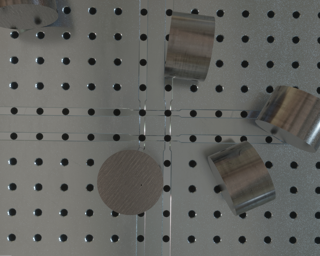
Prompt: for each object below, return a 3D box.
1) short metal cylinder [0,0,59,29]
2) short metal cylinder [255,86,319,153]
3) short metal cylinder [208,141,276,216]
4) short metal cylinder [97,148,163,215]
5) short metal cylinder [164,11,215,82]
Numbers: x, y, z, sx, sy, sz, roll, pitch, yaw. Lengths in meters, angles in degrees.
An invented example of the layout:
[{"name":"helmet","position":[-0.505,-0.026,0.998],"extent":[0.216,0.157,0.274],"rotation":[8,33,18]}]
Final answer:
[{"name":"short metal cylinder","position":[-0.172,-0.161,0.384],"extent":[0.080,0.080,0.050],"rotation":[-11,90,0]},{"name":"short metal cylinder","position":[0.169,-0.011,0.388],"extent":[0.080,0.080,0.050],"rotation":[31,90,-1]},{"name":"short metal cylinder","position":[0.100,0.062,0.387],"extent":[0.050,0.080,0.080],"rotation":[-23,90,0]},{"name":"short metal cylinder","position":[-0.036,0.066,0.401],"extent":[0.081,0.050,0.079],"rotation":[0,90,-1]},{"name":"short metal cylinder","position":[0.035,-0.101,0.386],"extent":[0.050,0.080,0.080],"rotation":[7,90,0]}]
